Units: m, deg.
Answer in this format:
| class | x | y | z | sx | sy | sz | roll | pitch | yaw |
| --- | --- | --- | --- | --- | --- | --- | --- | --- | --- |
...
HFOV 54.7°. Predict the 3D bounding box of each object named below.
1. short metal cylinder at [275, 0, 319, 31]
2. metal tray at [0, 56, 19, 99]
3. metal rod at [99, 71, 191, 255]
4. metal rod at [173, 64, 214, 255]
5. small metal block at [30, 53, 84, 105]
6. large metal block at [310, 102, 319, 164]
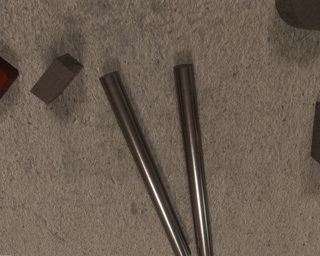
| class | x | y | z | sx | sy | sz | roll | pitch | yaw |
| --- | --- | --- | --- | --- | --- | --- | --- | --- | --- |
| short metal cylinder | 0.177 | -0.150 | 0.344 | 0.081 | 0.050 | 0.079 | 0 | 110 | -1 |
| metal tray | -0.256 | -0.075 | 0.376 | 0.130 | 0.030 | 0.090 | 40 | 105 | -14 |
| metal rod | -0.014 | 0.065 | 0.433 | 0.025 | 0.025 | 0.298 | -19 | 109 | 6 |
| metal rod | 0.050 | 0.062 | 0.433 | 0.025 | 0.025 | 0.298 | -8 | 110 | 2 |
| small metal block | -0.122 | -0.060 | 0.373 | 0.025 | 0.050 | 0.050 | 40 | 105 | -14 |
| large metal block | 0.237 | 0.014 | 0.389 | 0.050 | 0.080 | 0.079 | -4 | 110 | 1 |
